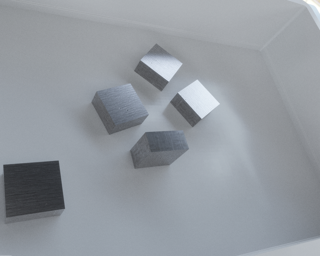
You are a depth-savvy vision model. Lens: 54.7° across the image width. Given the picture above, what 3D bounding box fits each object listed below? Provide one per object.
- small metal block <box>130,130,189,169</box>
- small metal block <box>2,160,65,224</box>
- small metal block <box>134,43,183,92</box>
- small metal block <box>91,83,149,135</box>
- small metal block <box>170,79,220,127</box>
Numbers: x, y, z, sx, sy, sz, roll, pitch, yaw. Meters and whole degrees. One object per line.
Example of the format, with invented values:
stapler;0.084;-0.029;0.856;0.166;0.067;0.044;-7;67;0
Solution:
small metal block;-0.002;0.026;0.374;0.050;0.050;0.025;-2;63;-30
small metal block;-0.124;0.061;0.302;0.050;0.025;0.050;-2;63;-29
small metal block;-0.002;-0.091;0.462;0.050;0.025;0.050;37;51;-4
small metal block;-0.051;-0.025;0.395;0.050;0.025;0.050;-20;73;-36
small metal block;0.052;-0.037;0.458;0.050;0.025;0.050;49;51;5
